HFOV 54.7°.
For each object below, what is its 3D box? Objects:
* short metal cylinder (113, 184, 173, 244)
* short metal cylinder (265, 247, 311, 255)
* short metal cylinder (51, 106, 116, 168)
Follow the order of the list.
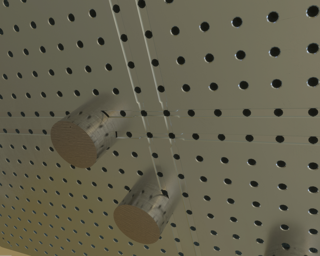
[{"bbox_3d":[-0.026,0.137,0.493,0.080,0.050,0.079,13,124,21],"label":"short metal cylinder"},{"bbox_3d":[0.182,0.214,0.432,0.080,0.050,0.079,13,124,21],"label":"short metal cylinder"},{"bbox_3d":[-0.114,0.013,0.463,0.080,0.050,0.079,13,124,21],"label":"short metal cylinder"}]
